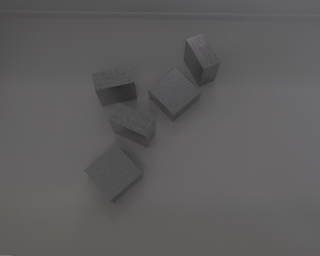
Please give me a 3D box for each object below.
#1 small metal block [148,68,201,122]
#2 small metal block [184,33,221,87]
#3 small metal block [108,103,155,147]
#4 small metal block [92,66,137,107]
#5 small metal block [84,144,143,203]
[{"bbox_3d":[0.020,-0.046,0.426,0.050,0.025,0.050,-40,75,-13],"label":"small metal block"},{"bbox_3d":[0.057,-0.093,0.431,0.025,0.050,0.050,-24,72,-8],"label":"small metal block"},{"bbox_3d":[-0.034,-0.002,0.397,0.050,0.050,0.025,24,72,8],"label":"small metal block"},{"bbox_3d":[-0.059,-0.055,0.416,0.050,0.050,0.025,-13,71,-5],"label":"small metal block"},{"bbox_3d":[-0.057,0.057,0.388,0.050,0.025,0.050,-41,75,-14],"label":"small metal block"}]
